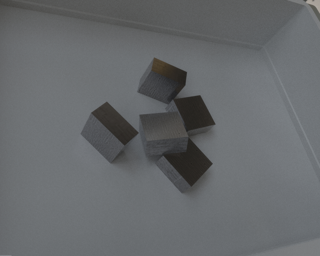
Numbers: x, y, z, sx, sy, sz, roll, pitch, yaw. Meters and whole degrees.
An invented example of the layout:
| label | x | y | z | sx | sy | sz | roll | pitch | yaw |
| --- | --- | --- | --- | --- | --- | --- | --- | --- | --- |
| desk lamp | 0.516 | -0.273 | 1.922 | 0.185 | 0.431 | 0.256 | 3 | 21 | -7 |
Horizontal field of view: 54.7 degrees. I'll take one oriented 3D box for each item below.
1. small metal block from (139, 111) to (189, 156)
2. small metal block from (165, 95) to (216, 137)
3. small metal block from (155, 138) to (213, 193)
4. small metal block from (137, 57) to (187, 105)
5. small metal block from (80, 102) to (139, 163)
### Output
| label | x | y | z | sx | sy | sz | roll | pitch | yaw |
| --- | --- | --- | --- | --- | --- | --- | --- | --- | --- |
| small metal block | 0.003 | 0.006 | 0.386 | 0.050 | 0.025 | 0.050 | -5 | 41 | -12 |
| small metal block | 0.043 | -0.016 | 0.441 | 0.050 | 0.025 | 0.050 | -12 | 68 | -33 |
| small metal block | 0.031 | 0.046 | 0.396 | 0.050 | 0.025 | 0.050 | 48 | 51 | 5 |
| small metal block | 0.003 | -0.064 | 0.432 | 0.050 | 0.050 | 0.025 | 21 | 54 | -16 |
| small metal block | -0.059 | 0.006 | 0.355 | 0.050 | 0.050 | 0.025 | 44 | 51 | 2 |
